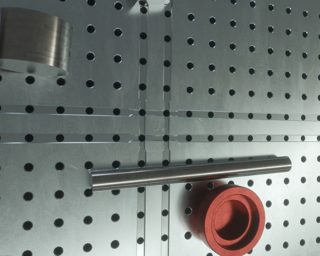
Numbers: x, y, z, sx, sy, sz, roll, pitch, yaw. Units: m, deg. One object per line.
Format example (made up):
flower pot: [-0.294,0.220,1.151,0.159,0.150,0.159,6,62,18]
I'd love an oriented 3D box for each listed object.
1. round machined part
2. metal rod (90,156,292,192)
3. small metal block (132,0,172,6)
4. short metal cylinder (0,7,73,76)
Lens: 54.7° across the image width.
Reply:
round machined part: [0.096,0.128,0.441,0.099,0.042,0.097,0,90,-21]
metal rod: [0.057,0.062,0.435,0.303,0.025,0.025,-2,91,-21]
small metal block: [-0.013,-0.192,0.409,0.050,0.025,0.050,-12,94,-20]
short metal cylinder: [-0.138,-0.089,0.333,0.081,0.080,0.050,5,89,-20]
